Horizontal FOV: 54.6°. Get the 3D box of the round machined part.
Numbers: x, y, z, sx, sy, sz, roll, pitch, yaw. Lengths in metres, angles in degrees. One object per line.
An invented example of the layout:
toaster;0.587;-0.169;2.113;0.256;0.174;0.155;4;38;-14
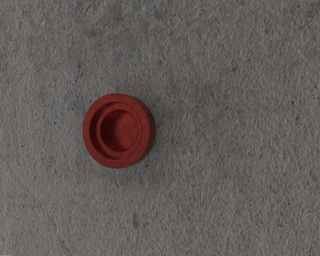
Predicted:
round machined part;-0.051;0.004;0.418;0.098;0.042;0.097;0;90;20
